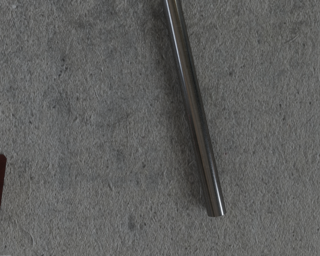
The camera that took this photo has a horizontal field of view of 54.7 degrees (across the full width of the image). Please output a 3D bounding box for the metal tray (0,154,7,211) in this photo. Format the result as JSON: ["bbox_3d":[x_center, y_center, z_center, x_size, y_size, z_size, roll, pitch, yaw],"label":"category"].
[{"bbox_3d":[-0.277,0.073,0.403,0.131,0.030,0.089,7,90,-1],"label":"metal tray"}]

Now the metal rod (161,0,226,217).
[{"bbox_3d":[0.044,-0.032,0.410,0.025,0.025,0.298,-12,90,0],"label":"metal rod"}]
